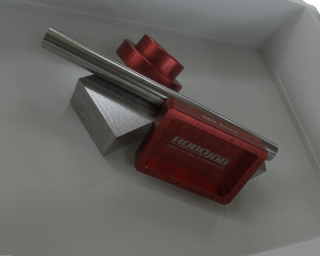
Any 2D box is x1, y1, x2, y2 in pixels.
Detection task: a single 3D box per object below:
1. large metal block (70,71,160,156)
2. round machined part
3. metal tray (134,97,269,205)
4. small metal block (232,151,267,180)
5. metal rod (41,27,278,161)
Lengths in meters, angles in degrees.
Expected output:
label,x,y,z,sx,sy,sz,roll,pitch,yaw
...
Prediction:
label,x,y,z,sx,sy,sz,roll,pitch,yaw
large metal block,-0.049,-0.024,0.377,0.081,0.050,0.080,-25,76,-37
round machined part,-0.007,-0.086,0.410,0.098,0.042,0.098,39,13,-10
metal tray,0.047,0.031,0.366,0.131,0.089,0.030,24,25,-15
small metal block,0.115,0.043,0.425,0.025,0.050,0.050,14,56,-21
metal rod,0.011,-0.033,0.365,0.301,0.025,0.025,26,53,-13
